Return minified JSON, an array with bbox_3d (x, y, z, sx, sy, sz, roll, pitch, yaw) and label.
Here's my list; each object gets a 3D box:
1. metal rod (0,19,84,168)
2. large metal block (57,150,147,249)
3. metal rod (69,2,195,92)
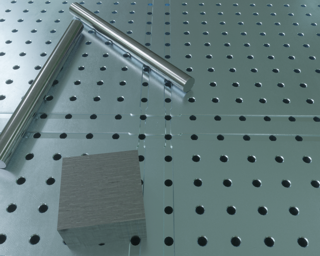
[{"bbox_3d":[-0.173,-0.072,0.465,0.025,0.025,0.300,7,50,5],"label":"metal rod"},{"bbox_3d":[-0.059,0.074,0.329,0.081,0.050,0.080,-6,50,-5],"label":"large metal block"},{"bbox_3d":[-0.061,-0.147,0.530,0.025,0.025,0.300,-36,59,-27],"label":"metal rod"}]
